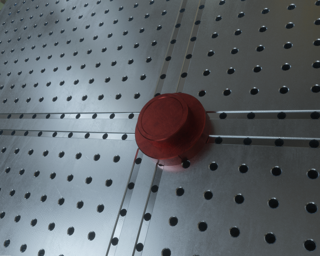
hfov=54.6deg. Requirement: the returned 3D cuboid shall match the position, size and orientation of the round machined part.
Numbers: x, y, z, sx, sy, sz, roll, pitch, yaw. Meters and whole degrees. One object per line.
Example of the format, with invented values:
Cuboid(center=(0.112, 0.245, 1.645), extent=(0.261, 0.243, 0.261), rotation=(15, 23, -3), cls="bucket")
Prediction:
Cuboid(center=(0.011, -0.005, 0.396), extent=(0.098, 0.042, 0.098), rotation=(-13, 56, 21), cls="round machined part")
